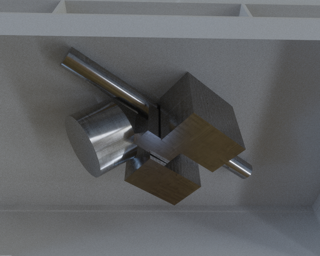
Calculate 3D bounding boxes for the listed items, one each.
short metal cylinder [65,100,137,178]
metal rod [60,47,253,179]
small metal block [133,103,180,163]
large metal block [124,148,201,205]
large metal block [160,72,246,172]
[{"bbox_3d":[-0.072,0.012,0.373,0.050,0.080,0.079,-28,138,-30],"label":"short metal cylinder"},{"bbox_3d":[0.013,-0.007,0.403,0.301,0.025,0.025,32,123,-25],"label":"metal rod"},{"bbox_3d":[-0.002,0.006,0.366,0.050,0.050,0.025,33,122,-25],"label":"small metal block"},{"bbox_3d":[0.004,0.042,0.408,0.080,0.080,0.050,32,123,-25],"label":"large metal block"},{"bbox_3d":[0.048,-0.007,0.367,0.080,0.080,0.050,33,123,-25],"label":"large metal block"}]
